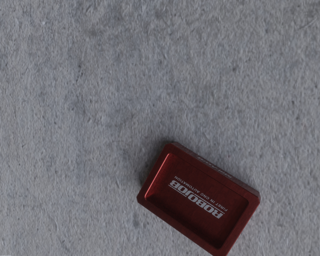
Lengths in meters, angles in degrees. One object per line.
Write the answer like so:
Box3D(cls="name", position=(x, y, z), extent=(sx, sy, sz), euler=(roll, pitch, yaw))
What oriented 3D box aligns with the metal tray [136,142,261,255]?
Box3D(cls="metal tray", position=(0.046, 0.087, 0.390), extent=(0.130, 0.030, 0.090), euler=(31, 100, 17))
